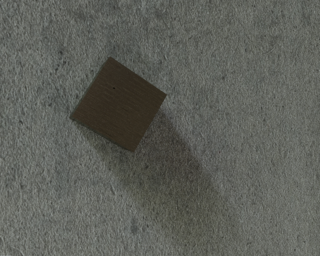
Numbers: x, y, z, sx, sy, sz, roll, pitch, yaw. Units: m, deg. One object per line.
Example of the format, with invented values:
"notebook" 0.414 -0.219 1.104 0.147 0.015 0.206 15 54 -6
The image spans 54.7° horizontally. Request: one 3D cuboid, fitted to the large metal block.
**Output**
"large metal block" -0.052 -0.026 0.376 0.080 0.050 0.080 33 79 -17
